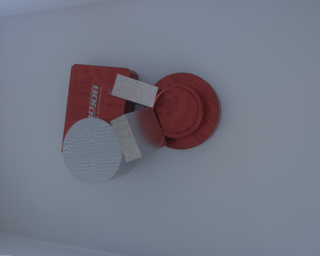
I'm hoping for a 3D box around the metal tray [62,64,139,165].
[{"bbox_3d":[-0.084,-0.020,0.432,0.090,0.030,0.129,8,93,19],"label":"metal tray"}]

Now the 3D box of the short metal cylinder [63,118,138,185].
[{"bbox_3d":[-0.073,0.027,0.388,0.080,0.050,0.079,0,90,19],"label":"short metal cylinder"}]

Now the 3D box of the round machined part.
[{"bbox_3d":[0.025,-0.021,0.390,0.098,0.042,0.097,0,90,19],"label":"round machined part"}]

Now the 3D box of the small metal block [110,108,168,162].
[{"bbox_3d":[-0.024,0.006,0.361,0.025,0.050,0.050,-23,89,37],"label":"small metal block"}]

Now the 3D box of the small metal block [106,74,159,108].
[{"bbox_3d":[-0.036,-0.045,0.380,0.050,0.050,0.025,16,90,-18],"label":"small metal block"}]
